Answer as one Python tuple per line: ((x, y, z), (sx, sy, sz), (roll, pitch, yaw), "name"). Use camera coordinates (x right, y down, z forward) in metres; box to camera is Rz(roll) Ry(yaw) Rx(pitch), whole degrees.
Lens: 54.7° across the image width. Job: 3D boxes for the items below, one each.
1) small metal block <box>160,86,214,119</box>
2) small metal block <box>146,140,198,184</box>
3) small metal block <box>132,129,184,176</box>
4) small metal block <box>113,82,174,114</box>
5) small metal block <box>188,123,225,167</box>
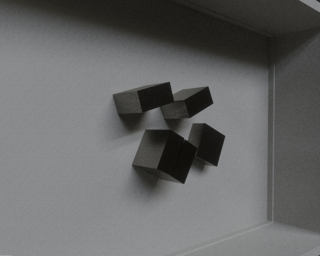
((0.035, -0.034, 0.422), (0.050, 0.050, 0.025), (-31, 110, -36), "small metal block")
((0.015, 0.042, 0.405), (0.025, 0.050, 0.050), (36, 68, -35), "small metal block")
((-0.003, 0.030, 0.390), (0.025, 0.050, 0.050), (32, 70, -36), "small metal block")
((-0.020, -0.036, 0.375), (0.050, 0.050, 0.025), (-22, 104, -38), "small metal block")
((0.068, 0.026, 0.466), (0.050, 0.025, 0.050), (29, 72, -37), "small metal block")
